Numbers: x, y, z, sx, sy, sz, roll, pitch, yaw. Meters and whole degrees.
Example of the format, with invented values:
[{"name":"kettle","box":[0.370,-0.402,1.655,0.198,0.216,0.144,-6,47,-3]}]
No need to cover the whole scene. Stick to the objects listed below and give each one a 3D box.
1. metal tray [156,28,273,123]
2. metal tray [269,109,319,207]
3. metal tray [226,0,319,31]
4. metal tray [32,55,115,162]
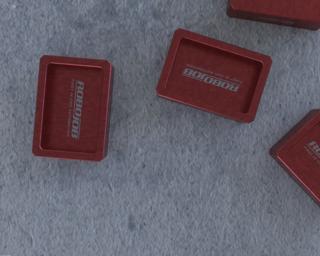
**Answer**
[{"name":"metal tray","box":[0.069,-0.067,0.408,0.131,0.030,0.090,17,90,-1]},{"name":"metal tray","box":[0.224,0.049,0.410,0.090,0.030,0.130,-43,91,0]},{"name":"metal tray","box":[0.161,-0.186,0.410,0.131,0.030,0.089,9,90,-1]},{"name":"metal tray","box":[-0.112,-0.025,0.405,0.091,0.030,0.129,5,90,-1]}]
